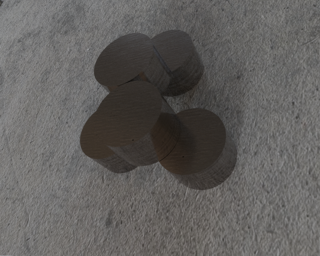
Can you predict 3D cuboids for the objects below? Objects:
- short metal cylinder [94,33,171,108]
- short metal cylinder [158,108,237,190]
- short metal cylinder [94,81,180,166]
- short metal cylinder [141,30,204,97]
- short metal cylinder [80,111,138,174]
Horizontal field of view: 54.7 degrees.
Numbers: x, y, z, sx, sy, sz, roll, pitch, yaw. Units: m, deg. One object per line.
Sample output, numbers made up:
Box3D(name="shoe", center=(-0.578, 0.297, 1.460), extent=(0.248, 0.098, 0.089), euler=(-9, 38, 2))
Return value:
Box3D(name="short metal cylinder", center=(-0.034, -0.070, 0.385), extent=(0.080, 0.050, 0.080), euler=(-13, 56, 21))
Box3D(name="short metal cylinder", center=(0.042, 0.024, 0.352), extent=(0.080, 0.050, 0.080), euler=(-13, 56, 21))
Box3D(name="short metal cylinder", center=(-0.024, -0.005, 0.340), extent=(0.080, 0.050, 0.080), euler=(-13, 56, 20))
Box3D(name="short metal cylinder", center=(0.016, -0.091, 0.437), extent=(0.080, 0.050, 0.080), euler=(-13, 56, 21))
Box3D(name="short metal cylinder", center=(-0.057, 0.014, 0.411), extent=(0.080, 0.050, 0.080), euler=(-13, 56, 21))
